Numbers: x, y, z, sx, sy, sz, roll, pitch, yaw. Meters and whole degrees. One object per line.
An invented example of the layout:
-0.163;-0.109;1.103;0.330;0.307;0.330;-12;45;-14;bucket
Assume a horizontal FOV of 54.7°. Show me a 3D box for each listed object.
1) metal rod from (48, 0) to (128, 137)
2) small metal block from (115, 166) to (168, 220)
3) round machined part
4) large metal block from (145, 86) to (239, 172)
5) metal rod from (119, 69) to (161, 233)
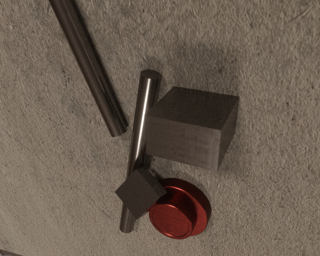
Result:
-0.108;-0.123;0.385;0.025;0.025;0.298;-8;115;31;metal rod
-0.027;0.090;0.434;0.050;0.025;0.050;48;110;16;small metal block
0.023;0.126;0.460;0.098;0.042;0.097;13;124;20;round machined part
0.038;-0.003;0.348;0.080;0.080;0.050;12;124;21;large metal block
-0.035;0.055;0.457;0.025;0.025;0.298;22;127;15;metal rod
